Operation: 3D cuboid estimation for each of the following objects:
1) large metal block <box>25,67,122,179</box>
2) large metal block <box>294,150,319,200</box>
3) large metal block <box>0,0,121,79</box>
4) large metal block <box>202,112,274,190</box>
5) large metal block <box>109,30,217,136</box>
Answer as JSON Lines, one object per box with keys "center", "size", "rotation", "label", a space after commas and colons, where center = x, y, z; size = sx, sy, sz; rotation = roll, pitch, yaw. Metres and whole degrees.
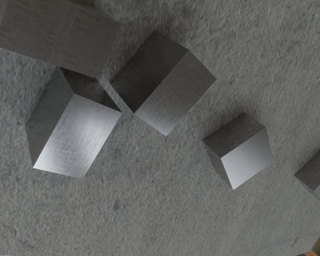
{"center": [-0.092, -0.008, 0.317], "size": [0.050, 0.080, 0.080], "rotation": [23, 106, -37], "label": "large metal block"}
{"center": [0.339, 0.101, 0.643], "size": [0.080, 0.050, 0.080], "rotation": [-47, 130, 4], "label": "large metal block"}
{"center": [-0.091, -0.090, 0.266], "size": [0.081, 0.080, 0.050], "rotation": [14, 111, -35], "label": "large metal block"}
{"center": [0.122, 0.036, 0.482], "size": [0.080, 0.050, 0.080], "rotation": [-33, 129, -7], "label": "large metal block"}
{"center": [0.000, -0.051, 0.341], "size": [0.080, 0.080, 0.050], "rotation": [-49, 129, 6], "label": "large metal block"}
